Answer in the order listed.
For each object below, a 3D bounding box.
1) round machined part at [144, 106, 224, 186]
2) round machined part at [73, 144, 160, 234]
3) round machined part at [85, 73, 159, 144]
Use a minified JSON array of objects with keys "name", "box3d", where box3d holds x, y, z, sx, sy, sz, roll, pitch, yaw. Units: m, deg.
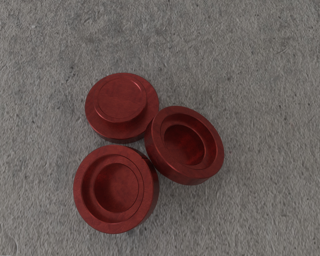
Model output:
[{"name":"round machined part","box3d":[0.025,0.025,0.375,0.099,0.042,0.098,17,51,-21]},{"name":"round machined part","box3d":[-0.047,0.069,0.362,0.098,0.042,0.097,-2,82,17]},{"name":"round machined part","box3d":[-0.050,-0.031,0.410,0.099,0.042,0.098,0,70,0]}]
